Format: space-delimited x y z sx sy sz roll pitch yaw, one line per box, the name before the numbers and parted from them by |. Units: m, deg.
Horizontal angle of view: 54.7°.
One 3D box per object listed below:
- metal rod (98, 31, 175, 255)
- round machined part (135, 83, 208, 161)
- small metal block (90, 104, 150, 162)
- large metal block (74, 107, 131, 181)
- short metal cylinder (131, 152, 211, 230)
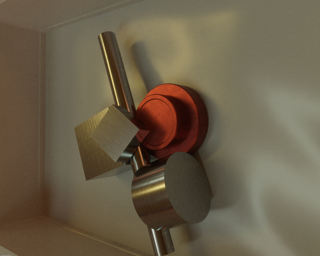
metal rod | -0.035 0.010 0.404 0.025 0.025 0.299 -26 74 37
round machined part | 0.007 -0.007 0.386 0.098 0.042 0.097 0 90 39
small metal block | -0.049 0.007 0.381 0.050 0.025 0.050 42 104 24
large metal block | -0.070 0.023 0.441 0.080 0.050 0.080 -26 74 37
short metal cylinder | 0.014 0.073 0.356 0.050 0.081 0.080 -26 74 37
